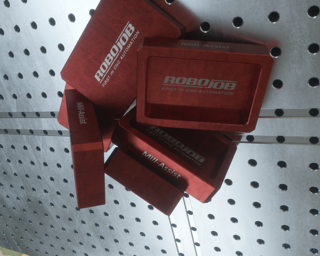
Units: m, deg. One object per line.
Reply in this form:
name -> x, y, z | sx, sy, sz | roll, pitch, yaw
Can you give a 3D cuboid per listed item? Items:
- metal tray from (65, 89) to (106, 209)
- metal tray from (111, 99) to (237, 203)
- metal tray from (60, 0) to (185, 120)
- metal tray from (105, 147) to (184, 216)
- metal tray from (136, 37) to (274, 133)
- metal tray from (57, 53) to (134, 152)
metal tray -> -0.092, 0.019, 0.375 | 0.030, 0.130, 0.089 | -6, 125, -17
metal tray -> 0.020, 0.018, 0.369 | 0.130, 0.090, 0.030 | 33, 128, 6
metal tray -> -0.045, -0.085, 0.356 | 0.090, 0.030, 0.129 | 38, 115, -2
metal tray -> -0.013, 0.061, 0.394 | 0.090, 0.130, 0.030 | 33, 90, 6
metal tray -> 0.042, -0.044, 0.328 | 0.131, 0.030, 0.089 | 4, 123, 0
metal tray -> -0.088, -0.036, 0.433 | 0.090, 0.030, 0.129 | 33, 129, 5
